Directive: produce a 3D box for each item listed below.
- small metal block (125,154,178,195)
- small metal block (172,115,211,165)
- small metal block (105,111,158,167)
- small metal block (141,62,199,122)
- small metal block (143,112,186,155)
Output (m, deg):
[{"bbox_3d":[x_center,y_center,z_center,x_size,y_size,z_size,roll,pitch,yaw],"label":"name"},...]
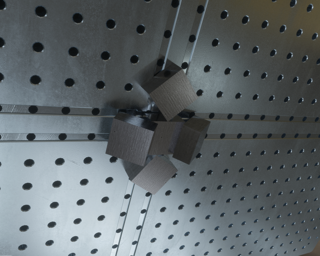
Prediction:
[{"bbox_3d":[-0.011,0.061,0.441,0.050,0.025,0.050,-47,128,5],"label":"small metal block"},{"bbox_3d":[0.044,0.015,0.426,0.050,0.025,0.050,-36,146,-61],"label":"small metal block"},{"bbox_3d":[-0.035,0.013,0.383,0.050,0.025,0.050,18,114,3],"label":"small metal block"},{"bbox_3d":[0.013,-0.045,0.390,0.050,0.025,0.050,-38,129,-3],"label":"small metal block"},{"bbox_3d":[0.000,0.008,0.415,0.050,0.025,0.050,1,117,-29],"label":"small metal block"}]
